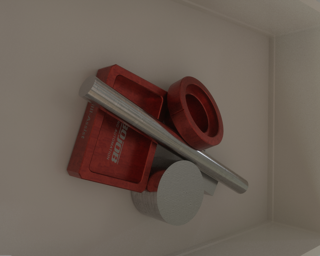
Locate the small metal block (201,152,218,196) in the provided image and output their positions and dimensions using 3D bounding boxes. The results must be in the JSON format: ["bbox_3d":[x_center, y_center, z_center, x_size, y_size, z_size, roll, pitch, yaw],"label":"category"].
[{"bbox_3d":[0.064,0.066,0.460,0.050,0.025,0.050,39,66,-34],"label":"small metal block"}]

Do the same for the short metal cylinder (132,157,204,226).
[{"bbox_3d":[0.011,0.079,0.399,0.081,0.050,0.079,0,90,-40],"label":"short metal cylinder"}]

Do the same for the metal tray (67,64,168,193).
[{"bbox_3d":[-0.044,0.003,0.364,0.090,0.030,0.130,24,75,-38],"label":"metal tray"}]

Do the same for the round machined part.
[{"bbox_3d":[0.040,-0.016,0.413,0.098,0.042,0.098,32,45,-39],"label":"round machined part"}]

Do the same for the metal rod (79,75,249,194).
[{"bbox_3d":[0.028,0.025,0.393,0.301,0.025,0.025,34,69,-38],"label":"metal rod"}]
